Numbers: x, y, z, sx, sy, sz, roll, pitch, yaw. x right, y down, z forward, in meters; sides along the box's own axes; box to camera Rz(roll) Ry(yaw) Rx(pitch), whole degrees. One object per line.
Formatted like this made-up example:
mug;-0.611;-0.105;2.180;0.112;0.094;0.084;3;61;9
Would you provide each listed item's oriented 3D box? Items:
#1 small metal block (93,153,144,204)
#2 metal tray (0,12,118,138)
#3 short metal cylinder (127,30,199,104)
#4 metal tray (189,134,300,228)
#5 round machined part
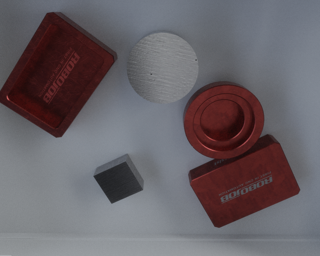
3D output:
small metal block;-0.057;0.071;0.437;0.050;0.025;0.050;-25;109;8
metal tray;-0.126;-0.063;0.383;0.090;0.030;0.129;35;106;-13
short metal cylinder;0.003;-0.074;0.371;0.081;0.050;0.079;0;110;-1
metal tray;0.118;0.077;0.439;0.130;0.030;0.090;-27;108;9
round machined part;0.079;-0.012;0.399;0.099;0.042;0.097;0;110;-1
